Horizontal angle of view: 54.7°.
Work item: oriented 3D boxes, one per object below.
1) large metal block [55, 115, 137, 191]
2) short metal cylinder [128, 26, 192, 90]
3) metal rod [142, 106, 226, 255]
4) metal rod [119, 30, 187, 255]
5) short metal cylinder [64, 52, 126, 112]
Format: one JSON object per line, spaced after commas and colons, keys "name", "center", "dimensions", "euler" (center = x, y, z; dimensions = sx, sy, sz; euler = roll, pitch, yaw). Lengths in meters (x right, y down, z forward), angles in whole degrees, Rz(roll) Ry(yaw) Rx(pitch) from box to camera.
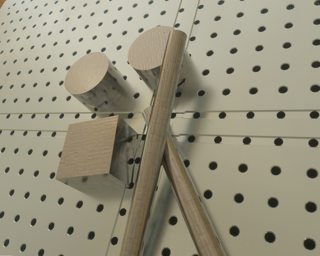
{"name": "large metal block", "center": [-0.082, 0.036, 0.414], "dimensions": [0.080, 0.050, 0.080], "euler": [-9, 58, 23]}
{"name": "short metal cylinder", "center": [0.000, -0.102, 0.455], "dimensions": [0.080, 0.050, 0.080], "euler": [-13, 56, 21]}
{"name": "metal rod", "center": [0.035, 0.087, 0.336], "dimensions": [0.025, 0.025, 0.300], "euler": [-30, 52, 9]}
{"name": "metal rod", "center": [-0.007, 0.021, 0.366], "dimensions": [0.025, 0.025, 0.299], "euler": [3, 73, 30]}
{"name": "short metal cylinder", "center": [-0.102, -0.073, 0.491], "dimensions": [0.080, 0.050, 0.080], "euler": [-13, 56, 21]}
